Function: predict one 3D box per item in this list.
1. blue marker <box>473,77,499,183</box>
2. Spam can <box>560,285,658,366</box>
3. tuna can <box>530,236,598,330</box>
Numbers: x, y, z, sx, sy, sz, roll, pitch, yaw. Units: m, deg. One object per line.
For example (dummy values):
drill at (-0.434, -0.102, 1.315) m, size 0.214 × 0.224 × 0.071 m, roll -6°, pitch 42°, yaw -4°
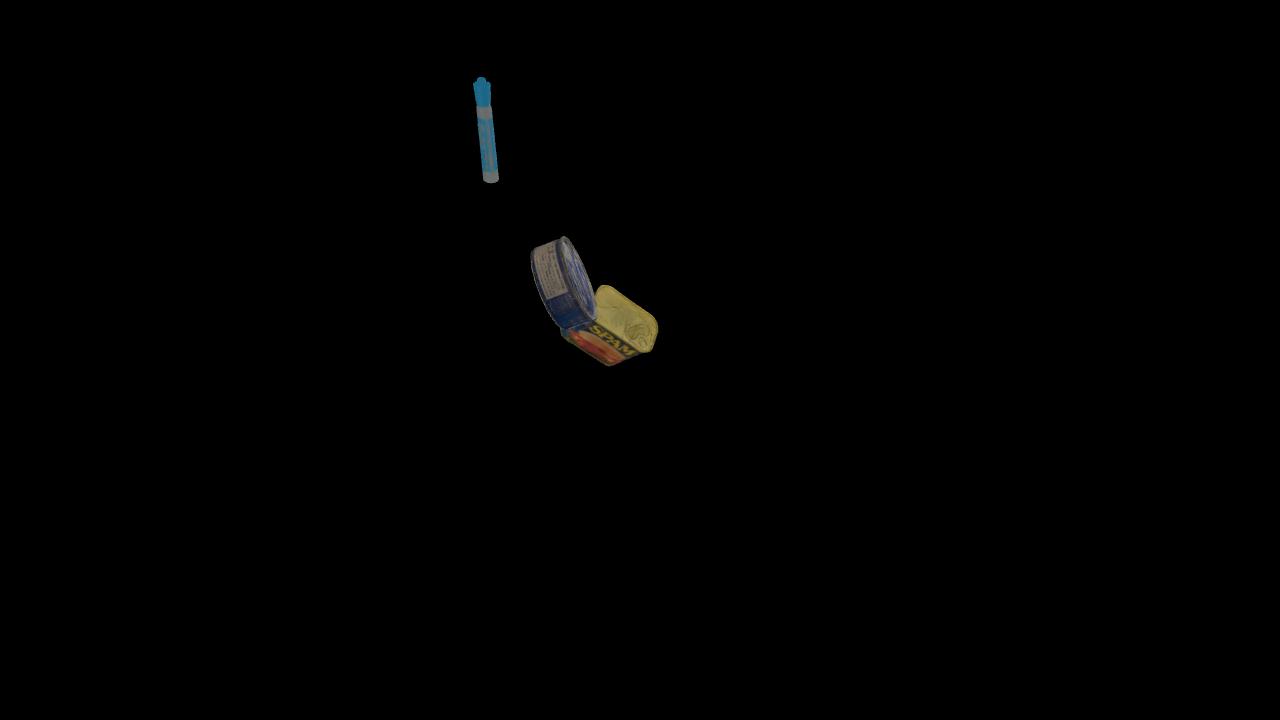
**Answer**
blue marker at (-0.177, -0.263, 0.709) m, size 0.020 × 0.020 × 0.121 m, roll 3°, pitch -45°, yaw -3°
Spam can at (-0.042, -0.041, 0.802) m, size 0.101 × 0.058 × 0.085 m, roll 34°, pitch -32°, yaw -24°
tuna can at (-0.071, -0.071, 0.580) m, size 0.034 × 0.084 × 0.084 m, roll -20°, pitch -3°, yaw 9°
